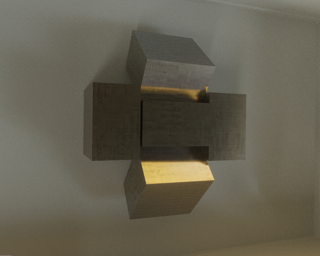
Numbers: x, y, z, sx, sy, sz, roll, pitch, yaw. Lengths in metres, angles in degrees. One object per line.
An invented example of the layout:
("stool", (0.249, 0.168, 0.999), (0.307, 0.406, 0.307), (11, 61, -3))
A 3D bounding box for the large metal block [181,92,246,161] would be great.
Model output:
("large metal block", (0.067, -0.002, 0.405), (0.050, 0.080, 0.080), (1, 90, -20))

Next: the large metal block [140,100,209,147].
("large metal block", (0.005, -0.005, 0.382), (0.081, 0.080, 0.050), (1, 90, -20))

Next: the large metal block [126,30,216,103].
("large metal block", (0.009, -0.075, 0.376), (0.081, 0.080, 0.050), (2, 127, -20))

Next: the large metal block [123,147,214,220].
("large metal block", (0.007, 0.066, 0.375), (0.081, 0.079, 0.050), (1, 48, -21))

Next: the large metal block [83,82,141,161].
("large metal block", (-0.058, -0.007, 0.359), (0.050, 0.080, 0.080), (1, 90, -20))
